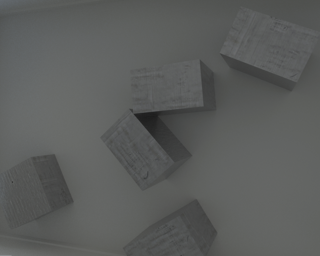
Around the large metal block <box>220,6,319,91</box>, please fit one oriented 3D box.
[{"bbox_3d":[0.119,-0.083,0.339,0.080,0.080,0.050,26,99,18],"label":"large metal block"}]

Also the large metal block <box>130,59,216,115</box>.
[{"bbox_3d":[0.019,-0.044,0.374,0.080,0.080,0.050,-5,89,19],"label":"large metal block"}]

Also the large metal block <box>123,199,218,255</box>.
[{"bbox_3d":[0.016,0.136,0.375,0.080,0.080,0.050,-34,79,16],"label":"large metal block"}]

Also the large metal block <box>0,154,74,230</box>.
[{"bbox_3d":[-0.189,0.094,0.462,0.080,0.050,0.080,-27,81,17],"label":"large metal block"}]

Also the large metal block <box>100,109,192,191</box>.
[{"bbox_3d":[-0.014,0.024,0.385,0.050,0.080,0.080,-44,77,15],"label":"large metal block"}]
